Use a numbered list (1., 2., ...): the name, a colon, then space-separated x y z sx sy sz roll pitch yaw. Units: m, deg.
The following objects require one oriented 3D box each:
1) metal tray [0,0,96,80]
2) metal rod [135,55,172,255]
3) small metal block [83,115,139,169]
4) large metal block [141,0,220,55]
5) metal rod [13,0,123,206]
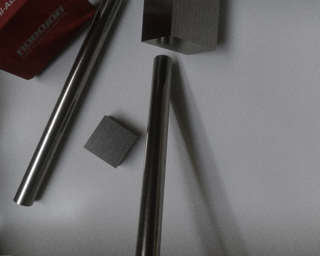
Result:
1. metal tray: -0.148 -0.123 0.367 0.130 0.090 0.030 -44 74 6
2. metal rod: -0.006 0.046 0.352 0.025 0.025 0.299 5 66 0
3. small metal block: -0.064 0.018 0.411 0.050 0.025 0.050 34 90 -1
4. large metal block: 0.027 -0.140 0.378 0.081 0.050 0.079 3 91 -43
5. metal rod: -0.120 -0.039 0.409 0.025 0.025 0.299 24 90 -1
